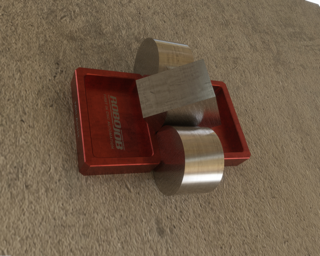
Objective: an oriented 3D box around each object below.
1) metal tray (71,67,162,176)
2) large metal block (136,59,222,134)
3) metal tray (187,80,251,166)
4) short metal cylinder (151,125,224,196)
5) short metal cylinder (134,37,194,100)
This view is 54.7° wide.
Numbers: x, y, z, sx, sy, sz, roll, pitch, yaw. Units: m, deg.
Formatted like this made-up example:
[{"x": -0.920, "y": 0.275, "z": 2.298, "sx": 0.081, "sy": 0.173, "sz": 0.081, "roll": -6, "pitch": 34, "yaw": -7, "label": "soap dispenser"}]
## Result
[{"x": -0.056, "y": -0.010, "z": 0.378, "sx": 0.091, "sy": 0.030, "sz": 0.130, "roll": 2, "pitch": 61, "yaw": -28, "label": "metal tray"}, {"x": 0.025, "y": -0.029, "z": 0.375, "sx": 0.080, "sy": 0.080, "sz": 0.050, "roll": -17, "pitch": 65, "yaw": 9, "label": "large metal block"}, {"x": 0.068, "y": -0.010, "z": 0.445, "sx": 0.091, "sy": 0.030, "sz": 0.130, "roll": 2, "pitch": 61, "yaw": -28, "label": "metal tray"}, {"x": 0.030, "y": 0.037, "z": 0.363, "sx": 0.050, "sy": 0.080, "sz": 0.080, "roll": 2, "pitch": 61, "yaw": -27, "label": "short metal cylinder"}, {"x": 0.003, "y": -0.078, "z": 0.419, "sx": 0.050, "sy": 0.080, "sz": 0.080, "roll": 2, "pitch": 61, "yaw": -27, "label": "short metal cylinder"}]
